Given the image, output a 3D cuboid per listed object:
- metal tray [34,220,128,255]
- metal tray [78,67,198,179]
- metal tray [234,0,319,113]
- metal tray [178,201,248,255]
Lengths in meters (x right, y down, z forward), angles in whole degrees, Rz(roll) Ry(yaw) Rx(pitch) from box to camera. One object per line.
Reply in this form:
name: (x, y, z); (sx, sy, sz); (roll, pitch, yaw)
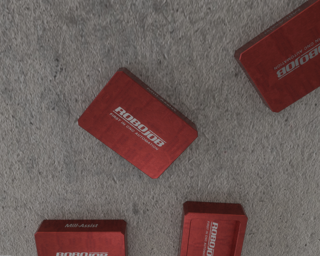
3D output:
metal tray: (-0.117, 0.187, 0.475); (0.131, 0.030, 0.089); (0, 110, 0)
metal tray: (-0.027, -0.004, 0.405); (0.130, 0.030, 0.090); (38, 105, -13)
metal tray: (0.170, -0.091, 0.375); (0.130, 0.030, 0.090); (-34, 107, 11)
metal tray: (0.076, 0.177, 0.472); (0.091, 0.030, 0.129); (3, 110, -2)
